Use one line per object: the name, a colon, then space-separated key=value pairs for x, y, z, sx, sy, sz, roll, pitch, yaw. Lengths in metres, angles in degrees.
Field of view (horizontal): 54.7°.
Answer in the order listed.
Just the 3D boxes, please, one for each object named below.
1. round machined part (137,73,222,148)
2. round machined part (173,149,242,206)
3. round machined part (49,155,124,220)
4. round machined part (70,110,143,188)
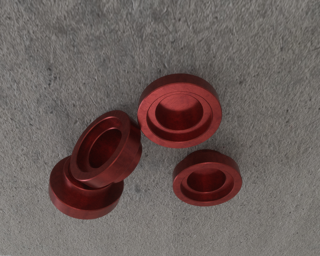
round machined part: x=0.023 y=-0.024 z=0.375 sx=0.099 sy=0.042 sz=0.097 roll=0 pitch=130 yaw=0
round machined part: x=0.067 y=0.069 z=0.455 sx=0.099 sy=0.042 sz=0.097 roll=0 pitch=130 yaw=0
round machined part: x=-0.096 y=0.069 z=0.417 sx=0.099 sy=0.098 sz=0.042 roll=13 pitch=129 yaw=-11
round machined part: x=-0.061 y=0.029 z=0.384 sx=0.098 sy=0.098 sz=0.042 roll=-29 pitch=132 yaw=22
